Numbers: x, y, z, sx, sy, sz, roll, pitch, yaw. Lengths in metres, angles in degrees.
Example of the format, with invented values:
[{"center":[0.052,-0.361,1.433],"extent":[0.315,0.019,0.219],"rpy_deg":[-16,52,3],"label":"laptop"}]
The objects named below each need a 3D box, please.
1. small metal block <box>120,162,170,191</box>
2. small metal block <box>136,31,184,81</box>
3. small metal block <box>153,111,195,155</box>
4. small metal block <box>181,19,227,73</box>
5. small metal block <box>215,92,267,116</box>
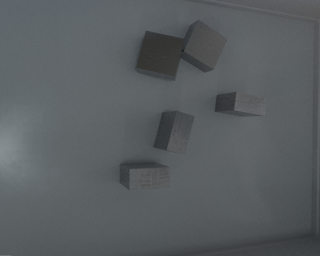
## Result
[{"center":[-0.020,0.060,0.391],"extent":[0.050,0.050,0.025],"rpy_deg":[0,90,-20],"label":"small metal block"},{"center":[0.001,-0.093,0.402],"extent":[0.050,0.025,0.050],"rpy_deg":[13,85,3],"label":"small metal block"},{"center":[0.017,0.006,0.405],"extent":[0.025,0.050,0.050],"rpy_deg":[16,85,-20],"label":"small metal block"},{"center":[0.059,-0.113,0.433],"extent":[0.050,0.025,0.050],"rpy_deg":[27,81,-19],"label":"small metal block"},{"center":[0.114,-0.033,0.441],"extent":[0.050,0.050,0.025],"rpy_deg":[8,88,-20],"label":"small metal block"}]
